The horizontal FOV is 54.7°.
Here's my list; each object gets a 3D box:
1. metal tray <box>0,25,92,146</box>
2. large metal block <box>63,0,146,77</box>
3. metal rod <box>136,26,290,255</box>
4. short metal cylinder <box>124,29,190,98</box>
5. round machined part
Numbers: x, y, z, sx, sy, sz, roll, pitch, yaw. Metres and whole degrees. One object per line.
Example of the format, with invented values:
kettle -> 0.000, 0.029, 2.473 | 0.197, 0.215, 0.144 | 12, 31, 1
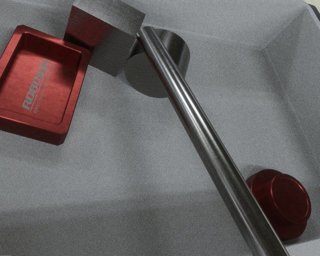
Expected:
metal tray -> -0.139, -0.052, 0.359 | 0.091, 0.030, 0.130 | 18, 54, -18
large metal block -> -0.076, -0.125, 0.407 | 0.080, 0.080, 0.050 | 24, 53, -14
metal rod -> 0.040, 0.004, 0.301 | 0.025, 0.025, 0.299 | -6, 55, -31
short metal cylinder -> -0.003, -0.087, 0.424 | 0.080, 0.080, 0.050 | 26, 53, -13
round machined part -> 0.165, 0.101, 0.424 | 0.099, 0.042, 0.098 | 14, 56, -21
